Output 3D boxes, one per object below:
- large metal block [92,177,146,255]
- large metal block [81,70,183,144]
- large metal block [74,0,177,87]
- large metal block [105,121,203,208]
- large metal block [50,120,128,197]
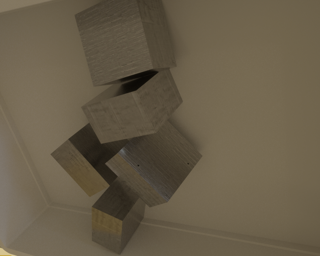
[{"bbox_3d":[-0.063,0.133,0.487,0.050,0.080,0.079,20,126,16],"label":"large metal block"},{"bbox_3d":[-0.030,-0.029,0.370,0.080,0.080,0.050,-12,113,33],"label":"large metal block"},{"bbox_3d":[-0.037,-0.095,0.338,0.080,0.050,0.080,-10,96,32],"label":"large metal block"},{"bbox_3d":[-0.007,0.040,0.393,0.080,0.080,0.050,46,147,-4],"label":"large metal block"},{"bbox_3d":[-0.090,0.036,0.441,0.050,0.080,0.080,-34,100,38],"label":"large metal block"}]
